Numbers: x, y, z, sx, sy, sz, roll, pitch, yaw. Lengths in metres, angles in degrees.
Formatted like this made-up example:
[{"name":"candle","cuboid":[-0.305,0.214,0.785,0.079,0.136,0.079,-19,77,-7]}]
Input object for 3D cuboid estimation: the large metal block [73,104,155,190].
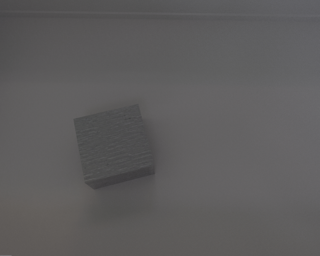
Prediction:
[{"name":"large metal block","cuboid":[-0.055,0.024,0.387,0.080,0.050,0.080,-14,71,-5]}]
